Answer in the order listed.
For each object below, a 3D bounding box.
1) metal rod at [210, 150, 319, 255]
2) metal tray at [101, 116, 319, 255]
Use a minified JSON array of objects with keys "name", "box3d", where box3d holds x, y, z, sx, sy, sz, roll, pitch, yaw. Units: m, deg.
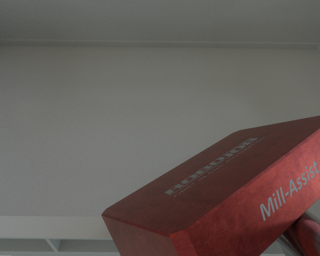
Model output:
[{"name":"metal rod","box3d":[0.071,0.048,0.233,0.025,0.025,0.300,0,5,0]},{"name":"metal tray","box3d":[0.041,0.035,0.186,0.131,0.090,0.030,-26,96,-30]}]
